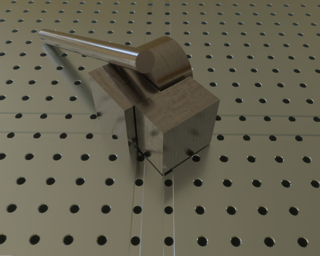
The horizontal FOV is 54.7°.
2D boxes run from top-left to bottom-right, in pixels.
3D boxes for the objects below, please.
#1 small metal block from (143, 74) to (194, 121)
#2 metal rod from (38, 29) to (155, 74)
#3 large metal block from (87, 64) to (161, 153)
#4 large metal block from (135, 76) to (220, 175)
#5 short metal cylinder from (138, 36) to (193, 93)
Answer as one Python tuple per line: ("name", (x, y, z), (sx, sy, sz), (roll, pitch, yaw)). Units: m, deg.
("small metal block", (0.012, -0.045, 0.446), (0.050, 0.025, 0.050), (-34, 58, -26))
("metal rod", (-0.108, -0.116, 0.436), (0.025, 0.025, 0.300), (-34, 37, -25))
("large metal block", (-0.044, -0.029, 0.397), (0.050, 0.080, 0.080), (-31, 57, -23))
("large metal block", (0.020, -0.003, 0.372), (0.081, 0.080, 0.050), (-31, 57, -23))
("short metal cylinder", (-0.003, -0.071, 0.398), (0.050, 0.080, 0.080), (-30, 56, -23))
